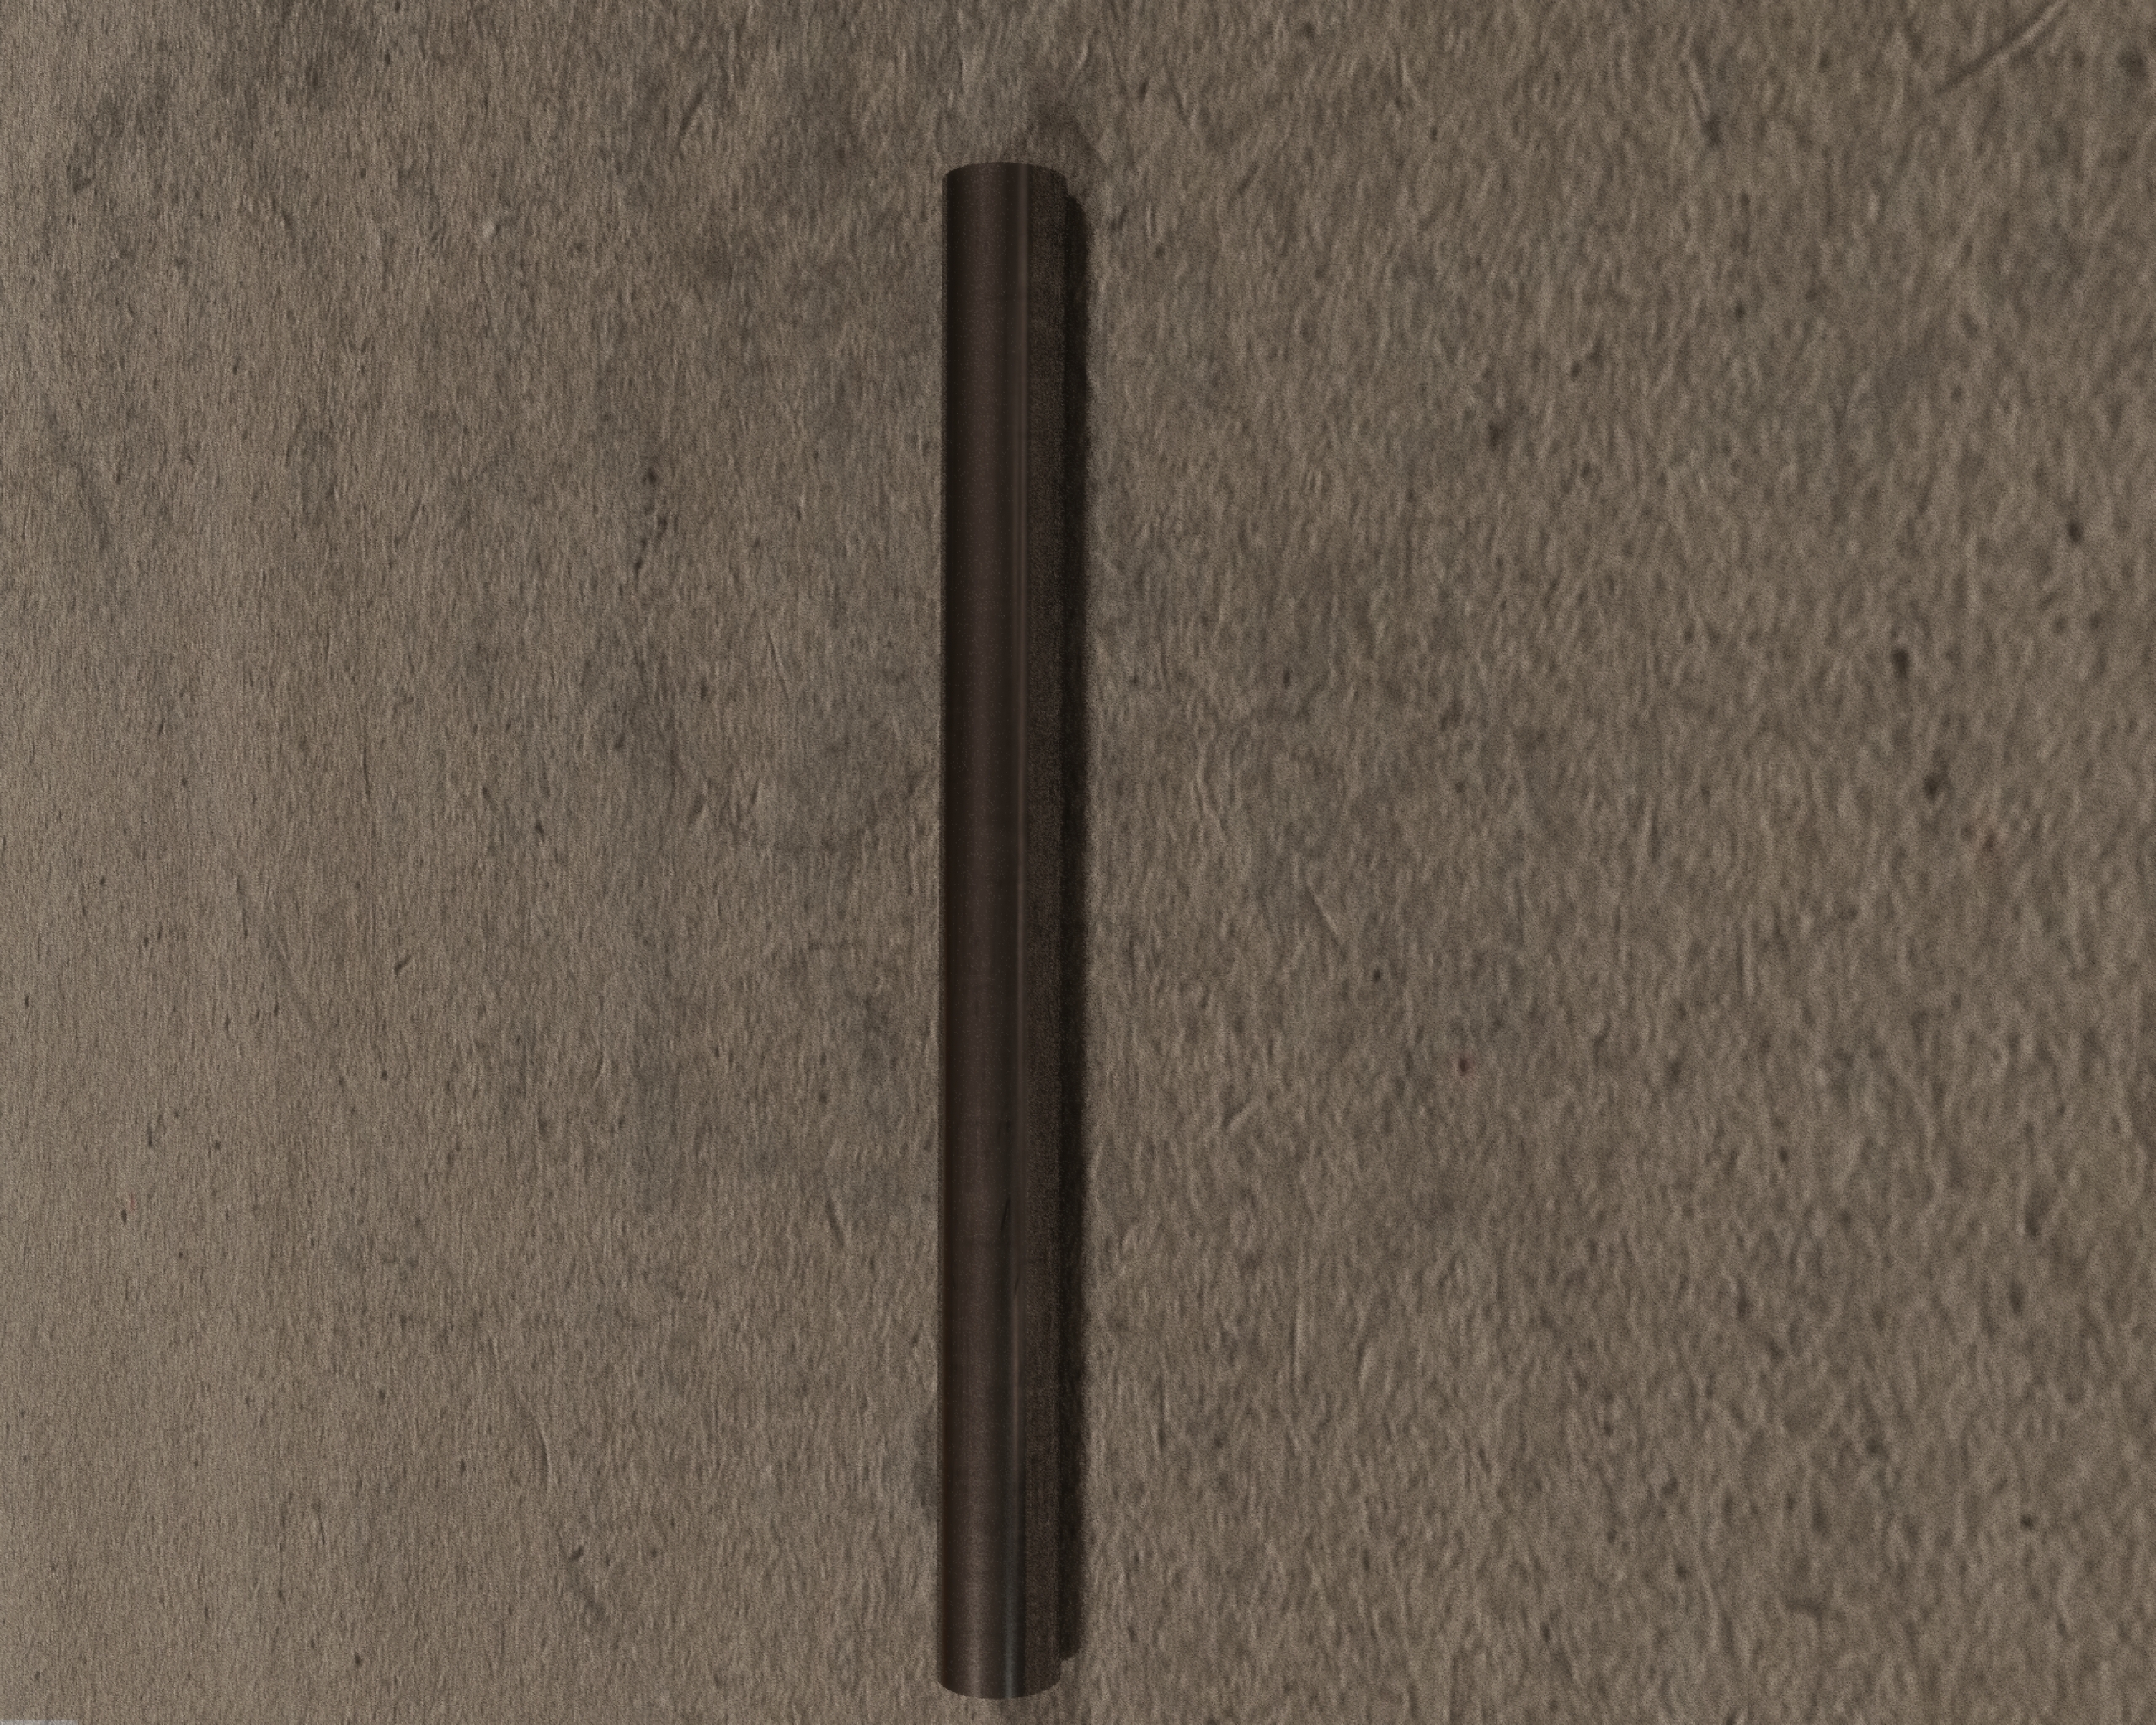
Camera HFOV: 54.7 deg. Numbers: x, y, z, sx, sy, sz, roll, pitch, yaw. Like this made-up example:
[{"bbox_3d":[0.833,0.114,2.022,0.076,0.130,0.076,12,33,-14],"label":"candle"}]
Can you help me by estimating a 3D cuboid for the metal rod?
[{"bbox_3d":[-0.015,0.013,0.417,0.025,0.025,0.298,0,90,39],"label":"metal rod"}]
